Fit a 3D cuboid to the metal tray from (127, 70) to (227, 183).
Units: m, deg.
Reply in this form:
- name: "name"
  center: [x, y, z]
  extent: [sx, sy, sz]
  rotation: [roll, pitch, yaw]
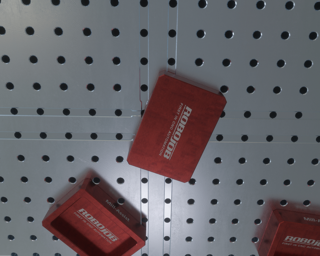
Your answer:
- name: "metal tray"
  center: [0.019, 0.000, 0.411]
  extent: [0.090, 0.030, 0.129]
  rotation: [20, 109, -7]

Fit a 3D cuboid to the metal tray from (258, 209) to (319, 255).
- name: "metal tray"
  center: [0.229, 0.180, 0.478]
  extent: [0.131, 0.030, 0.089]
  rotation: [10, 110, -4]

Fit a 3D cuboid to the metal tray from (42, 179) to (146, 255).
- name: "metal tray"
  center: [-0.095, 0.149, 0.464]
  extent: [0.090, 0.030, 0.130]
  rotation: [-41, 105, 13]
